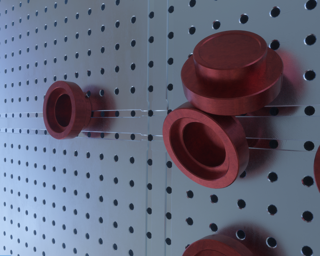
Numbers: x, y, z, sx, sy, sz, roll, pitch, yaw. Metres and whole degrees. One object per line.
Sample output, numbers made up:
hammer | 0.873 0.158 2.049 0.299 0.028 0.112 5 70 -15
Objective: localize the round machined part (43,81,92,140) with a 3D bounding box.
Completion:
round machined part | -0.154 -0.030 0.527 0.098 0.042 0.097 0 90 40

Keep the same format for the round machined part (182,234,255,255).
round machined part | 0.072 0.166 0.340 0.098 0.042 0.097 0 90 40

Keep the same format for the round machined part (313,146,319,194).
round machined part | 0.178 0.037 0.252 0.098 0.042 0.097 0 90 40

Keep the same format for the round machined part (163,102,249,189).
round machined part | 0.053 0.014 0.338 0.098 0.042 0.097 28 135 32

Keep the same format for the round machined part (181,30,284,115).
round machined part | 0.069 -0.060 0.304 0.098 0.098 0.042 28 148 36
